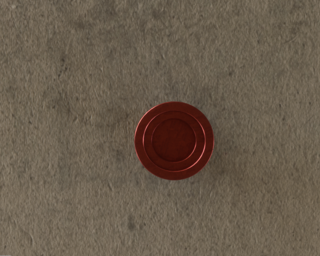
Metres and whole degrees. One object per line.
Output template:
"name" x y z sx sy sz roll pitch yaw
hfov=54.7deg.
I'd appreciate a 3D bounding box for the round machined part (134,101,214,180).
"round machined part" 0.018 0.016 0.402 0.099 0.042 0.097 0 90 -1
